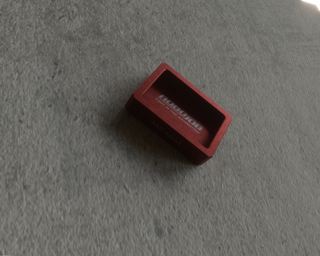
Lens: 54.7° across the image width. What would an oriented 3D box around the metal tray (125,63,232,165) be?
[{"bbox_3d":[0.029,-0.021,0.430,0.130,0.030,0.090,39,51,-3],"label":"metal tray"}]
